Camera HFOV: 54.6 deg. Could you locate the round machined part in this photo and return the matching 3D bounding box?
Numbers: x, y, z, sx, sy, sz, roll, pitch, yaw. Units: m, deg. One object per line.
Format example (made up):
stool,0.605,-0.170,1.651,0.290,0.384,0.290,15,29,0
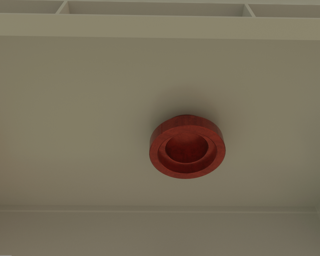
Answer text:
round machined part,0.035,0.021,0.415,0.099,0.042,0.097,0,130,0
